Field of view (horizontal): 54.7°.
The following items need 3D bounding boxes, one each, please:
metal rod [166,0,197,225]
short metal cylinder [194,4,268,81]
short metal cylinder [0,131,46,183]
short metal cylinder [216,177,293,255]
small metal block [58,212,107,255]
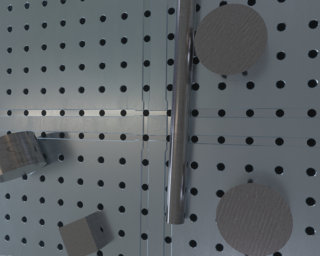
[{"bbox_3d":[0.027,-0.027,0.402,0.025,0.025,0.298,3,91,20],"label":"metal rod"},{"bbox_3d":[0.086,-0.099,0.369,0.080,0.050,0.079,0,90,20],"label":"short metal cylinder"},{"bbox_3d":[-0.218,0.044,0.460,0.080,0.080,0.050,-26,82,18],"label":"short metal cylinder"},{"bbox_3d":[0.110,0.100,0.361,0.080,0.050,0.079,0,90,20],"label":"short metal cylinder"},{"bbox_3d":[-0.113,0.158,0.452,0.050,0.025,0.050,-26,82,18],"label":"small metal block"}]
